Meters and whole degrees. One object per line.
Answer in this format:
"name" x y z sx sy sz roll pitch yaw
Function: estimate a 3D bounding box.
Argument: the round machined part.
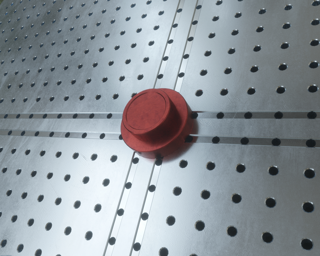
"round machined part" -0.010 -0.013 0.409 0.098 0.042 0.098 -13 56 20
